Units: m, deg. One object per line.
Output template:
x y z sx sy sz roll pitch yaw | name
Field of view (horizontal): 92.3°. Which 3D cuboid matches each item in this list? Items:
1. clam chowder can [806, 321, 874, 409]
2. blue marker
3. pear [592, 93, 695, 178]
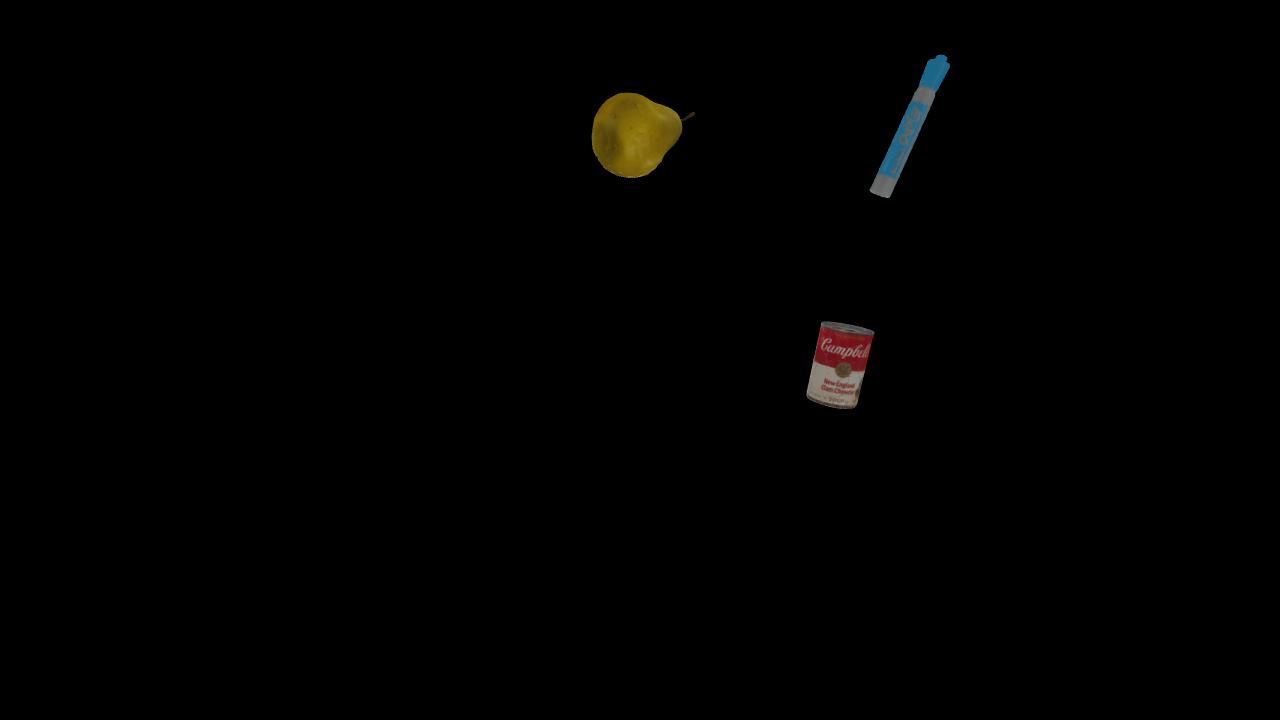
0.261 0.006 0.808 0.068 0.102 0.068 8 14 -2 | clam chowder can
0.234 -0.202 0.534 0.020 0.121 0.020 20 13 -5 | blue marker
0.007 -0.227 0.618 0.111 0.080 0.080 -20 12 -34 | pear
